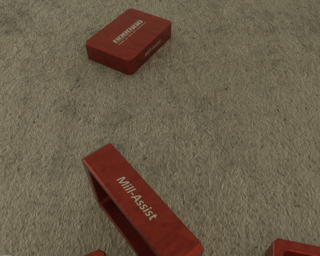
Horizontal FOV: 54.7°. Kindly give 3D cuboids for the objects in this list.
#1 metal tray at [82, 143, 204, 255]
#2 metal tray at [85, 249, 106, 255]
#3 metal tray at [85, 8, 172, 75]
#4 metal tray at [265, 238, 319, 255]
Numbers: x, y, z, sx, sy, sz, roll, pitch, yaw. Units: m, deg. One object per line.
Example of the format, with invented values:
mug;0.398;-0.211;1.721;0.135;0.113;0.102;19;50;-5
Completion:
metal tray;-0.019;0.085;0.288;0.030;0.090;0.130;-32;57;-24
metal tray;-0.094;0.171;0.255;0.131;0.030;0.090;-18;53;-15
metal tray;-0.050;-0.151;0.526;0.090;0.030;0.130;25;54;19
metal tray;0.137;0.169;0.258;0.090;0.030;0.130;10;51;8
